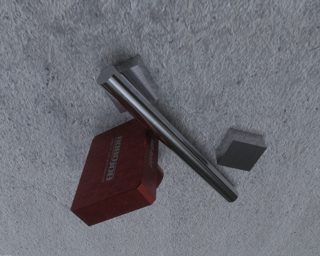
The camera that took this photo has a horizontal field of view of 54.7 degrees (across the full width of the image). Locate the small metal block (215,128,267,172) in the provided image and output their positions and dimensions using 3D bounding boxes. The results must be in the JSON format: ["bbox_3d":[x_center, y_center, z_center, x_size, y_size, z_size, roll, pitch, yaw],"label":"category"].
[{"bbox_3d":[0.113,0.031,0.436,0.050,0.025,0.050,13,129,-12],"label":"small metal block"}]

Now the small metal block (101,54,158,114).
[{"bbox_3d":[-0.036,-0.051,0.364,0.050,0.025,0.050,-20,128,16],"label":"small metal block"}]

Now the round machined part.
[{"bbox_3d":[-0.047,0.070,0.423,0.098,0.098,0.042,-27,105,21],"label":"round machined part"}]

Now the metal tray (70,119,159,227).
[{"bbox_3d":[-0.049,0.045,0.375,0.090,0.130,0.030,-23,123,18],"label":"metal tray"}]

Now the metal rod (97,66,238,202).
[{"bbox_3d":[0.030,0.027,0.410,0.025,0.025,0.300,-28,131,22],"label":"metal rod"}]
